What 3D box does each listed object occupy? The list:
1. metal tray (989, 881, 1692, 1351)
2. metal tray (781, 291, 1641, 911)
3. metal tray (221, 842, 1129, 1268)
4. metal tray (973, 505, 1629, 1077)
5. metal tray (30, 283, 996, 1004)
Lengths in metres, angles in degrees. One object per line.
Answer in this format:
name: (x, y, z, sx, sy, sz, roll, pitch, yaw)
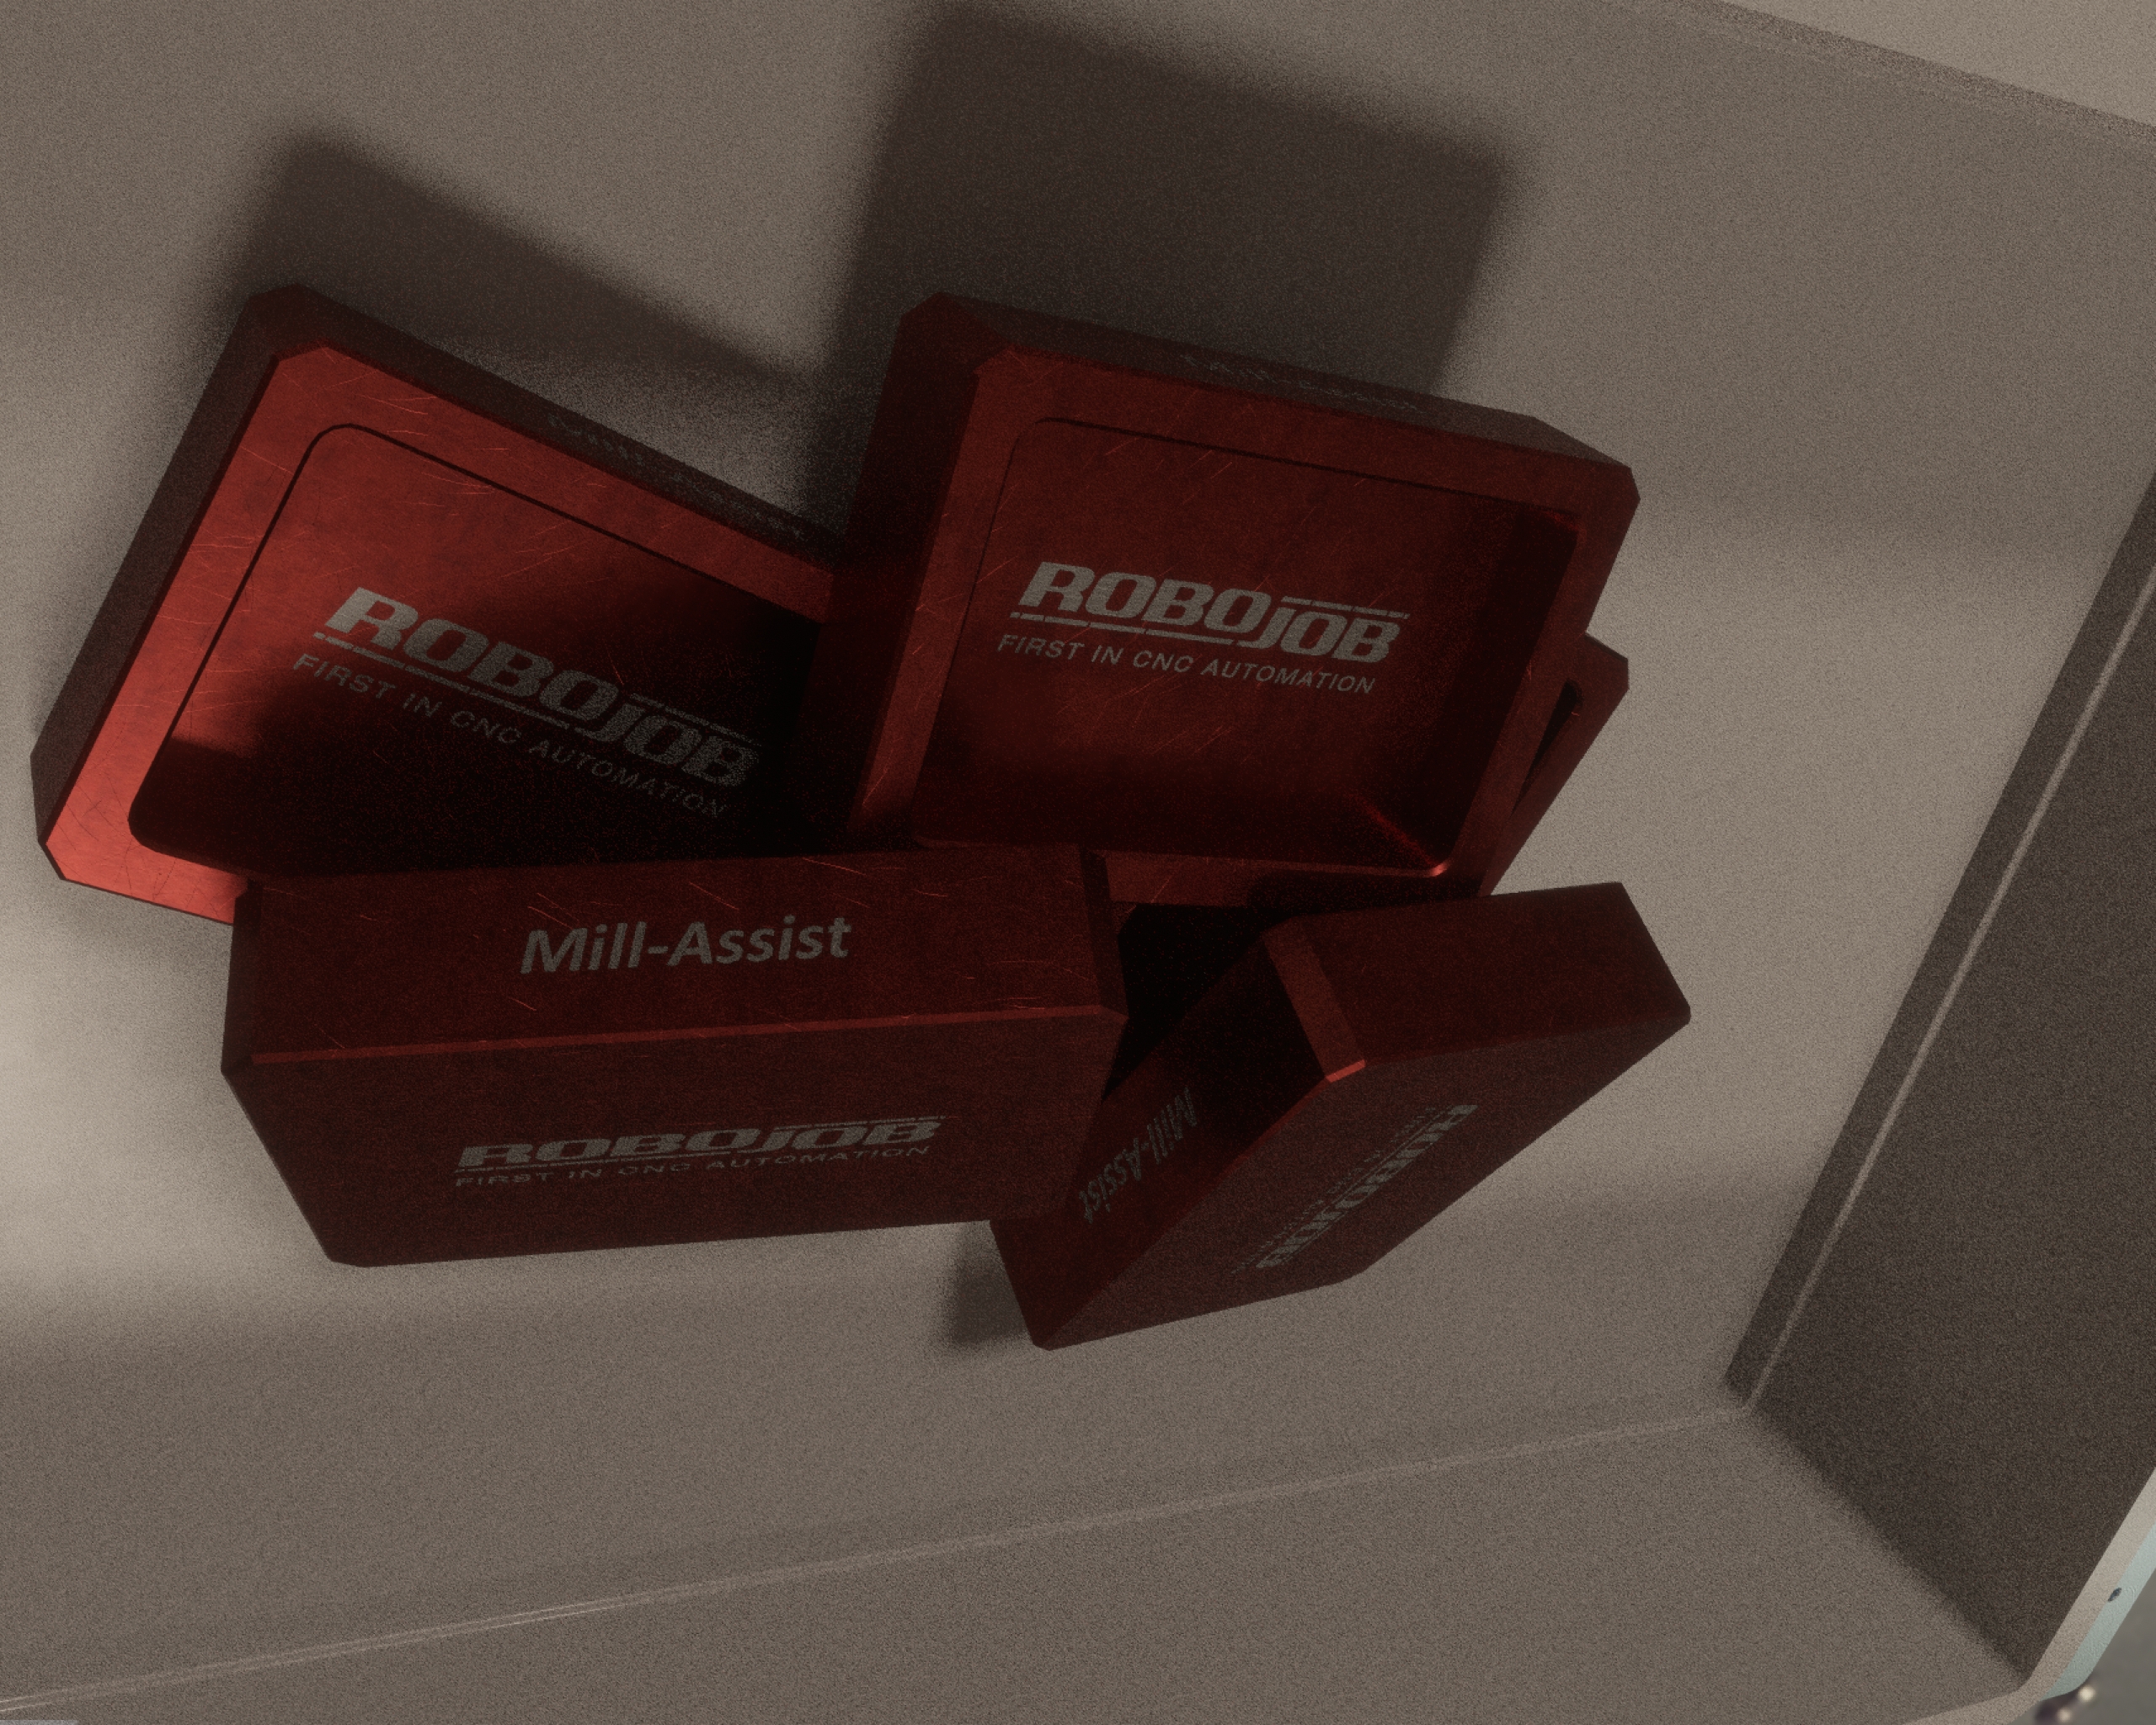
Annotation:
metal tray: (0.049, 0.054, 0.424, 0.091, 0.030, 0.129, -5, 150, -33)
metal tray: (0.024, -0.038, 0.355, 0.131, 0.030, 0.089, 3, 117, -31)
metal tray: (-0.063, 0.034, 0.347, 0.131, 0.030, 0.090, -3, 151, -10)
metal tray: (0.042, -0.006, 0.425, 0.091, 0.030, 0.129, 21, 107, -37)
metal tray: (-0.086, -0.024, 0.341, 0.131, 0.030, 0.090, 21, 107, -37)
